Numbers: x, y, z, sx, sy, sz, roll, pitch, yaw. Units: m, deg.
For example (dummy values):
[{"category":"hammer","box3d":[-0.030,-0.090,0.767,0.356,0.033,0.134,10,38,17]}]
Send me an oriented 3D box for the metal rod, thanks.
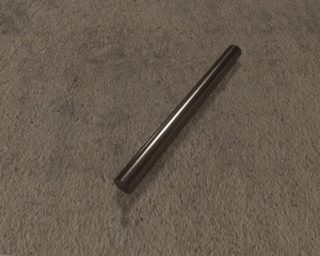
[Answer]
[{"category":"metal rod","box3d":[0.040,-0.030,0.429,0.025,0.025,0.301,27,55,20]}]
